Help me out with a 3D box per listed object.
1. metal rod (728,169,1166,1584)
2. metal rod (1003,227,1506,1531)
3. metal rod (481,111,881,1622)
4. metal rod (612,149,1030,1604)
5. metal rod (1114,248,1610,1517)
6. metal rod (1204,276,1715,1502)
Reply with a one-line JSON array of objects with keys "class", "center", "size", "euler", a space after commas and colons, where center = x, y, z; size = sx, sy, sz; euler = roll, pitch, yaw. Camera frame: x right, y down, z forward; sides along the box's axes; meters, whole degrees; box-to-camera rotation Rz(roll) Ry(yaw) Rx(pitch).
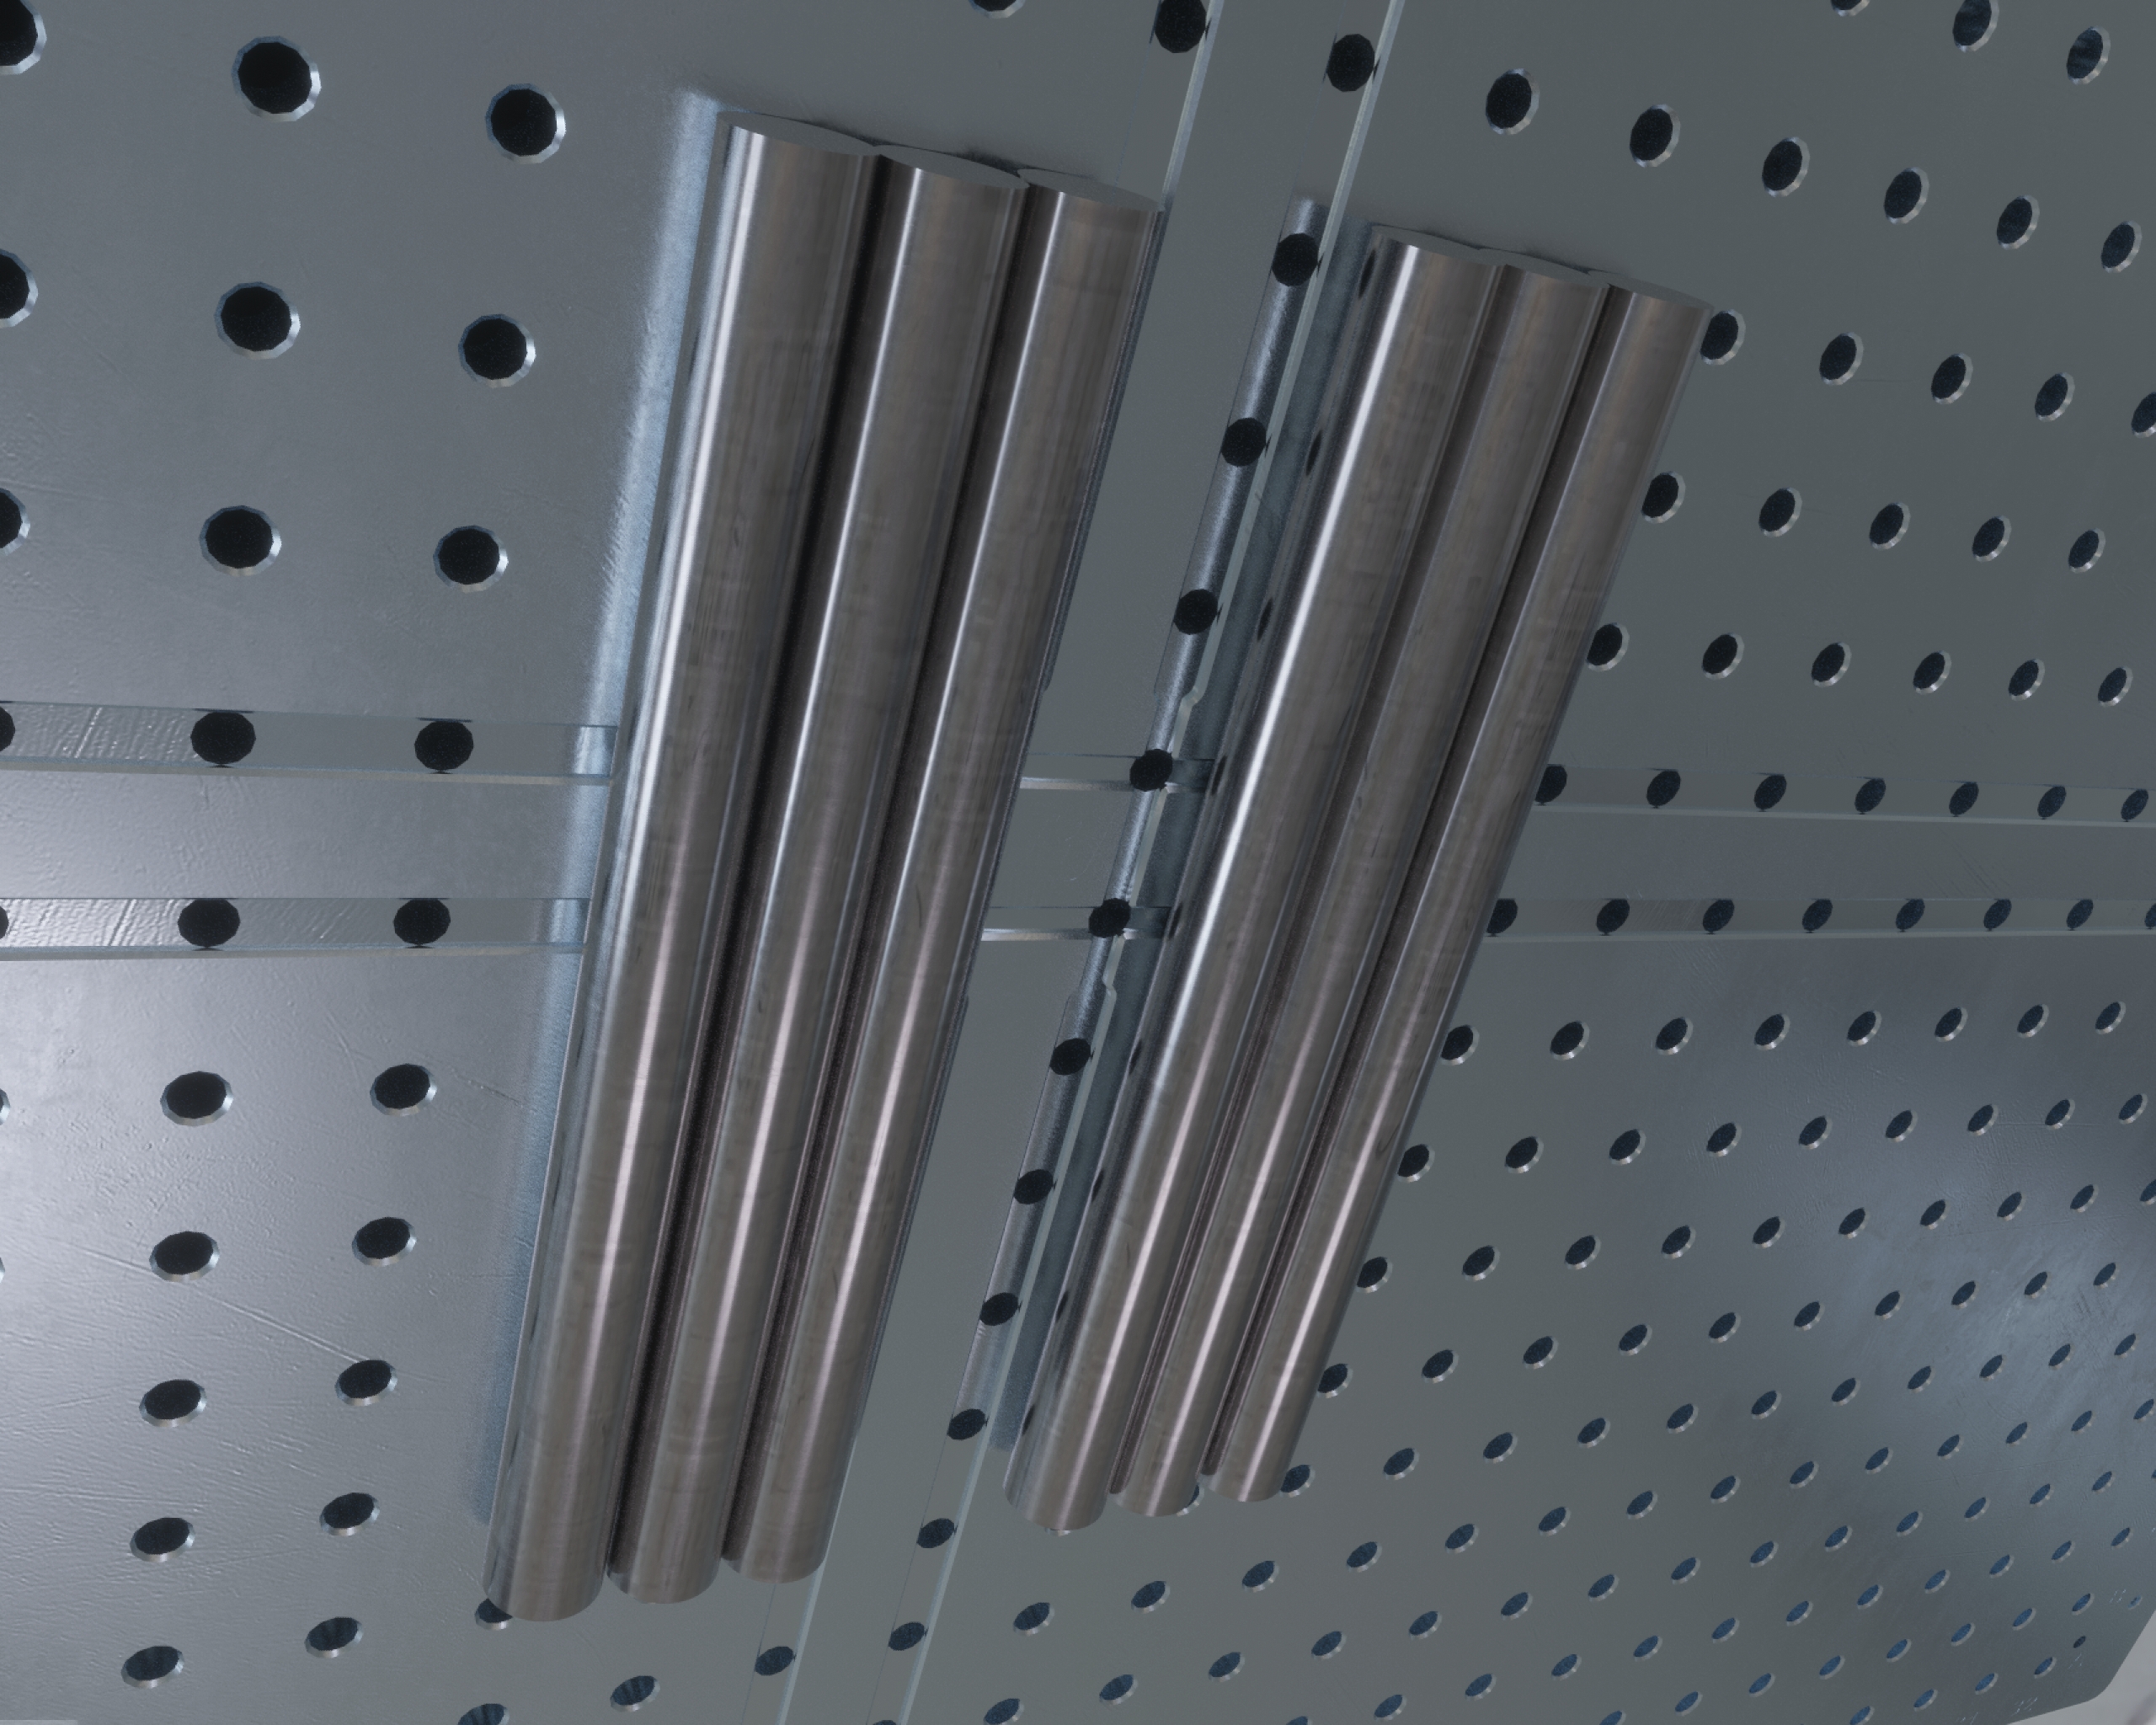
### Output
[{"class": "metal rod", "center": [-0.033, 0.021, 0.404], "size": [0.025, 0.025, 0.298], "euler": [1, 118, -29]}, {"class": "metal rod", "center": [0.030, 0.020, 0.438], "size": [0.025, 0.025, 0.298], "euler": [1, 118, -29]}, {"class": "metal rod", "center": [-0.078, 0.020, 0.380], "size": [0.025, 0.025, 0.298], "euler": [1, 118, -29]}, {"class": "metal rod", "center": [-0.055, 0.021, 0.392], "size": [0.025, 0.025, 0.298], "euler": [1, 118, -29]}, {"class": "metal rod", "center": [0.052, 0.020, 0.450], "size": [0.025, 0.025, 0.298], "euler": [1, 118, -29]}, {"class": "metal rod", "center": [0.075, 0.021, 0.463], "size": [0.025, 0.025, 0.298], "euler": [1, 118, -29]}]
